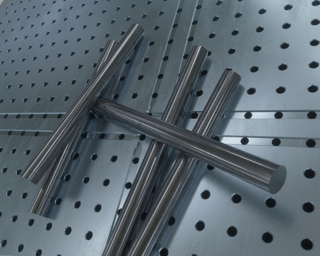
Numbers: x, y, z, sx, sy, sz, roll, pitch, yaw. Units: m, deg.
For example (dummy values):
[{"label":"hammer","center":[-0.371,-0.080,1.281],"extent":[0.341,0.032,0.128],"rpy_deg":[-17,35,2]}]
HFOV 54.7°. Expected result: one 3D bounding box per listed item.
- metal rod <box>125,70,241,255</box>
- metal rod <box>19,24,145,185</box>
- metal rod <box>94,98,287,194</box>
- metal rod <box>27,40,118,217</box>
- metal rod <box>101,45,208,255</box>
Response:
[{"label":"metal rod","center":[0.022,0.059,0.359],"extent":[0.025,0.025,0.300],"rpy_deg":[19,71,35]},{"label":"metal rod","center":[-0.105,-0.050,0.468],"extent":[0.025,0.025,0.300],"rpy_deg":[13,61,33]},{"label":"metal rod","center":[0.004,0.004,0.363],"extent":[0.300,0.025,0.025],"rpy_deg":[22,73,48]},{"label":"metal rod","center":[-0.124,-0.013,0.479],"extent":[0.025,0.025,0.300],"rpy_deg":[5,64,30]},{"label":"metal rod","center":[0.001,0.019,0.394],"extent":[0.025,0.025,0.300],"rpy_deg":[10,67,32]}]
